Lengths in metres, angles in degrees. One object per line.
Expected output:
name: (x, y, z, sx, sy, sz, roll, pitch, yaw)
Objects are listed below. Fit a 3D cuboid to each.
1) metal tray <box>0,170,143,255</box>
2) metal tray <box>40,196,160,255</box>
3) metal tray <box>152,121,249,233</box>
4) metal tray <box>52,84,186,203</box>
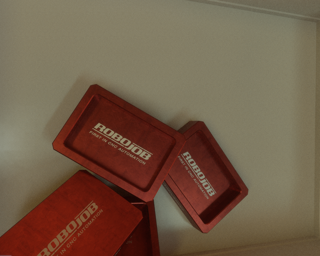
metal tray: (-0.090, 0.111, 0.310, 0.090, 0.030, 0.131, 34, 44, 11)
metal tray: (-0.069, 0.128, 0.360, 0.131, 0.030, 0.090, 4, 58, -20)
metal tray: (0.053, 0.066, 0.427, 0.090, 0.030, 0.130, -38, 102, -16)
metal tray: (-0.047, 0.018, 0.371, 0.130, 0.030, 0.090, 30, 80, -1)
